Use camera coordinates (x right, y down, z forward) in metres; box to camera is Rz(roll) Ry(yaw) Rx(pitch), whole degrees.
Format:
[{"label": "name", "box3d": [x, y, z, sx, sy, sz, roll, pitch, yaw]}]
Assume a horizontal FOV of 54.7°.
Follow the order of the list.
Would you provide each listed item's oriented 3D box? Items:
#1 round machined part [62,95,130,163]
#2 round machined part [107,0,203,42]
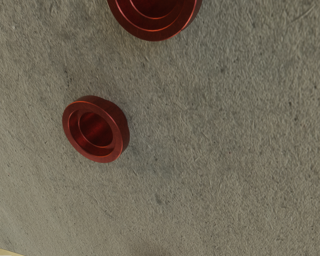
[{"label": "round machined part", "box3d": [-0.085, -0.002, 0.440, 0.098, 0.042, 0.097, 13, 124, 21]}, {"label": "round machined part", "box3d": [-0.003, -0.141, 0.310, 0.098, 0.042, 0.097, 13, 124, 21]}]
